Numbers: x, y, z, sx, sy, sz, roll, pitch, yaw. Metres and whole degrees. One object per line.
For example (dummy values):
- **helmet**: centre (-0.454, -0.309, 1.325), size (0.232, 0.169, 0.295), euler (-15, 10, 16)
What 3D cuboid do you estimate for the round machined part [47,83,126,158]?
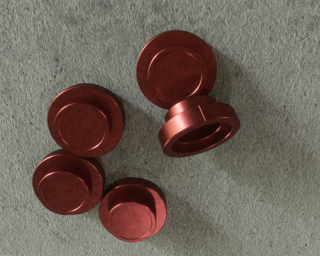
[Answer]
- **round machined part**: centre (-0.095, -0.005, 0.398), size (0.099, 0.042, 0.097), euler (0, 110, 0)

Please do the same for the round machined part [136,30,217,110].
- **round machined part**: centre (0.020, -0.067, 0.376), size (0.099, 0.042, 0.097), euler (0, 110, 0)

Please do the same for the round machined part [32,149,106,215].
- **round machined part**: centre (-0.128, 0.081, 0.429), size (0.099, 0.042, 0.097), euler (0, 110, 0)

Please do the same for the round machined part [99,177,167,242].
- **round machined part**: centre (-0.039, 0.124, 0.446), size (0.099, 0.042, 0.097), euler (0, 110, 0)

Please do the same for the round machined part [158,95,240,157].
- **round machined part**: centre (0.044, -0.004, 0.381), size (0.098, 0.098, 0.042), euler (-23, 64, 8)
